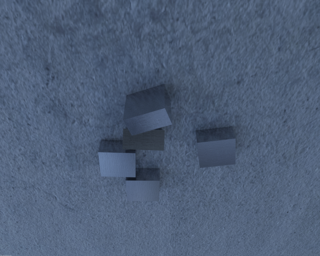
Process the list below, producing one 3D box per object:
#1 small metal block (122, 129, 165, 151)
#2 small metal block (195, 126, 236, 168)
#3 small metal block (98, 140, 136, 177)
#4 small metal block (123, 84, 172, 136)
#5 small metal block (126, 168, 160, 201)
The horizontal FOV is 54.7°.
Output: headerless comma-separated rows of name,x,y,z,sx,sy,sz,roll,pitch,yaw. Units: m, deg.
small metal block,-0.021,0.014,0.400,0.050,0.050,0.025,2,90,-2
small metal block,0.078,0.027,0.432,0.050,0.025,0.050,-7,130,5
small metal block,-0.060,0.044,0.444,0.050,0.025,0.050,2,130,-2
small metal block,-0.014,-0.023,0.372,0.050,0.050,0.025,-15,129,12
small metal block,-0.026,0.089,0.482,0.050,0.025,0.050,1,130,-1
